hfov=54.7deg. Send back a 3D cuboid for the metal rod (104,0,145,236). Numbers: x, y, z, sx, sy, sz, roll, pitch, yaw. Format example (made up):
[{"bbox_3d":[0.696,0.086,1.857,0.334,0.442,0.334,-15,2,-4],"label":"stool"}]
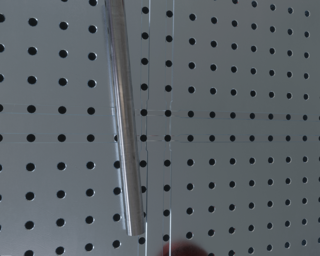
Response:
[{"bbox_3d":[-0.044,-0.014,0.396,0.025,0.025,0.298,-6,92,-20],"label":"metal rod"}]
